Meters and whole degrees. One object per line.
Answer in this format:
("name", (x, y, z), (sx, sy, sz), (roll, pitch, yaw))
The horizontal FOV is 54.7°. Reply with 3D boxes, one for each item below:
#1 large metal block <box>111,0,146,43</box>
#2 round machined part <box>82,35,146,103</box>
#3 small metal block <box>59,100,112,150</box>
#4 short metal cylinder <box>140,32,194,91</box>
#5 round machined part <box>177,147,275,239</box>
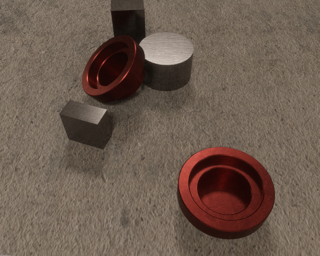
("large metal block", (-0.053, -0.181, 0.519), (0.050, 0.080, 0.080), (-4, 50, -4))
("round machined part", (-0.060, -0.078, 0.437), (0.098, 0.042, 0.098), (-18, 56, 29))
("small metal block", (-0.092, -0.004, 0.389), (0.050, 0.050, 0.025), (15, 52, 12))
("short metal cylinder", (0.009, -0.102, 0.472), (0.081, 0.050, 0.080), (1, 50, -1))
("round machined part", (0.068, 0.072, 0.333), (0.099, 0.042, 0.098), (0, 50, 0))
